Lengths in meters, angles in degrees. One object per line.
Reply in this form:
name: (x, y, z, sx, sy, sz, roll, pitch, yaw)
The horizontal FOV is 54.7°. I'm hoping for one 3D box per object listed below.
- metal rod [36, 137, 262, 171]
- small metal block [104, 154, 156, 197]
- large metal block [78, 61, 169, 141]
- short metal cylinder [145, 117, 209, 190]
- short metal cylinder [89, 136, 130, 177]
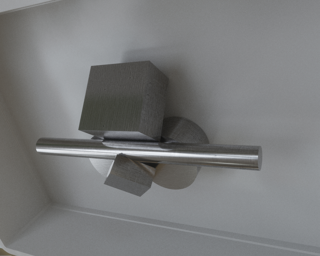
metal rod: (-0.034, 0.028, 0.376, 0.301, 0.025, 0.025, 1, 119, 27)
small metal block: (-0.038, 0.060, 0.384, 0.050, 0.025, 0.050, 21, 151, -8)
large metal block: (-0.041, -0.029, 0.366, 0.080, 0.050, 0.080, 1, 76, 27)
short metal cylinder: (0.018, 0.032, 0.400, 0.080, 0.050, 0.079, 13, 124, 20)
short metal cylinder: (-0.054, 0.031, 0.437, 0.080, 0.050, 0.079, 13, 124, 20)
